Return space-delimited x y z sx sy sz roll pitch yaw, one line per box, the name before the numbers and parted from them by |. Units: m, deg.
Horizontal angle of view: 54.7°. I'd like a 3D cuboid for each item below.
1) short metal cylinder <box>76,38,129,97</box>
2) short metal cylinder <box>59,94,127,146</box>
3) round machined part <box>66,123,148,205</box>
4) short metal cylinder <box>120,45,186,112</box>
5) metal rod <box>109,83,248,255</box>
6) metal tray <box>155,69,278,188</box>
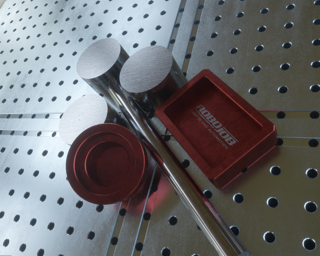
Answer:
short metal cylinder | -0.085 -0.097 0.497 0.080 0.050 0.080 -13 56 21
short metal cylinder | -0.096 -0.001 0.443 0.080 0.050 0.080 -13 56 21
round machined part | -0.063 0.046 0.389 0.098 0.042 0.098 -2 78 9
short metal cylinder | -0.009 -0.069 0.439 0.080 0.050 0.080 -13 56 21
metal rod | 0.003 0.033 0.387 0.025 0.025 0.300 -39 51 2
metal tray | 0.063 -0.005 0.374 0.090 0.030 0.130 -40 51 2
